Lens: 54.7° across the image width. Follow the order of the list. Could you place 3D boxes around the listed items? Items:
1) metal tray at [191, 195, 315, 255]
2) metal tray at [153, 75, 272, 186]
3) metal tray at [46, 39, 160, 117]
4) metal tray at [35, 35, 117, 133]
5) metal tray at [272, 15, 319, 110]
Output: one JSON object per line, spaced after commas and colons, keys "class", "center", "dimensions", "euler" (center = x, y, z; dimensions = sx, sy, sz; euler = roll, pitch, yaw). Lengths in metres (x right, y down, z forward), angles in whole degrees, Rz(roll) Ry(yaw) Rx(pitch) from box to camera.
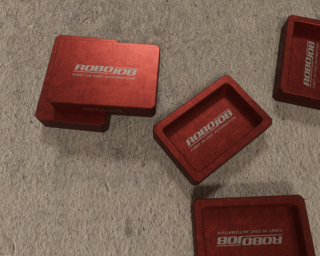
{"class": "metal tray", "center": [0.105, 0.127, 0.360], "dimensions": [0.131, 0.030, 0.090], "euler": [-2, 70, -1]}
{"class": "metal tray", "center": [0.067, 0.001, 0.405], "dimensions": [0.131, 0.030, 0.090], "euler": [-36, 74, -13]}
{"class": "metal tray", "center": [-0.068, -0.064, 0.396], "dimensions": [0.131, 0.030, 0.090], "euler": [4, 70, 0]}
{"class": "metal tray", "center": [-0.108, -0.063, 0.427], "dimensions": [0.091, 0.030, 0.130], "euler": [6, 70, 1]}
{"class": "metal tray", "center": [0.217, -0.093, 0.442], "dimensions": [0.090, 0.030, 0.130], "euler": [13, 70, 4]}
